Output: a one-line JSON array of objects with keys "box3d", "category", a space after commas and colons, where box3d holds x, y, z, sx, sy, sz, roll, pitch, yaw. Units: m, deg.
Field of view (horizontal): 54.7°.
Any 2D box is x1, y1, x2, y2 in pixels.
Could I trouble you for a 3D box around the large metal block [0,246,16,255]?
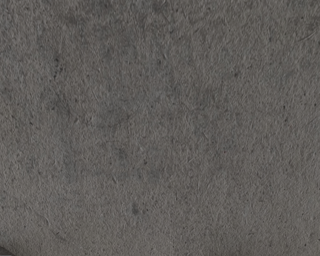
[{"box3d": [-0.255, 0.244, 0.484, 0.080, 0.050, 0.080, 42, 105, -14], "category": "large metal block"}]
